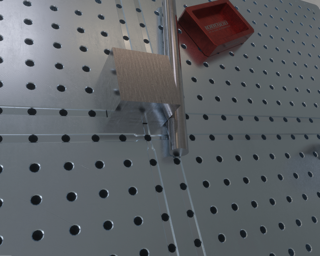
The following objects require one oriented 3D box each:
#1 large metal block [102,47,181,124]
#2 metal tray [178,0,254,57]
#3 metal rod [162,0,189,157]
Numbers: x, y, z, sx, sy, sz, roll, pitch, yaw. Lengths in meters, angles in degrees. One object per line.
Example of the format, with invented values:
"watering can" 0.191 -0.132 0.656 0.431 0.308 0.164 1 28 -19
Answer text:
"large metal block" -0.027 -0.054 0.410 0.081 0.050 0.080 2 61 -27
"metal tray" 0.108 -0.191 0.579 0.131 0.030 0.090 -29 78 -37
"metal rod" 0.020 -0.097 0.477 0.025 0.025 0.299 12 57 -22
